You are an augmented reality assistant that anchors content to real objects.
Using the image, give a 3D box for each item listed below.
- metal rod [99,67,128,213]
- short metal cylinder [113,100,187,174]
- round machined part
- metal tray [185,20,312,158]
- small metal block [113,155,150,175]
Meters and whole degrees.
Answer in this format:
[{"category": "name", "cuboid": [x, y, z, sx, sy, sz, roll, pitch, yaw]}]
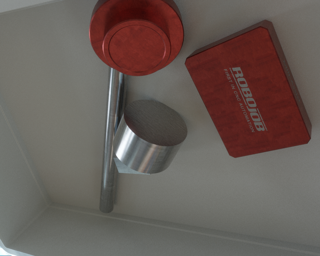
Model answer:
[{"category": "metal rod", "cuboid": [-0.070, 0.020, 0.455, 0.025, 0.025, 0.298, 22, 127, 15]}, {"category": "short metal cylinder", "cuboid": [-0.013, 0.010, 0.385, 0.080, 0.080, 0.050, 32, 128, 7]}, {"category": "round machined part", "cuboid": [-0.024, -0.093, 0.323, 0.099, 0.042, 0.097, -2, 139, -2]}, {"category": "metal tray", "cuboid": [0.095, -0.036, 0.333, 0.090, 0.030, 0.130, -17, 110, 34]}, {"category": "small metal block", "cuboid": [-0.027, 0.038, 0.429, 0.050, 0.050, 0.025, -1, 118, 28]}]
